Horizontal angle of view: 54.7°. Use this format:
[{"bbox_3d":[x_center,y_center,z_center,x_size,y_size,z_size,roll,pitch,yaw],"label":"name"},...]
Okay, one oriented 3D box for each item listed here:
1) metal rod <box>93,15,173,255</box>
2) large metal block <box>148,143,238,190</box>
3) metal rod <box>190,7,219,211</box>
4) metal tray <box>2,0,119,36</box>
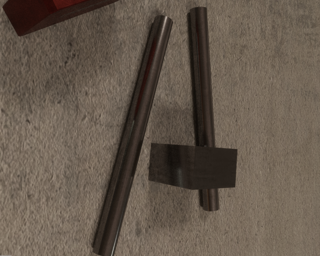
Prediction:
[{"bbox_3d":[-0.030,0.000,0.381,0.025,0.025,0.299,23,76,-38],"label":"metal rod"},{"bbox_3d":[0.043,0.048,0.407,0.081,0.080,0.050,7,86,-40],"label":"large metal block"},{"bbox_3d":[0.067,-0.025,0.463,0.025,0.025,0.298,-7,95,-40],"label":"metal rod"},{"bbox_3d":[-0.073,-0.133,0.301,0.131,0.090,0.030,-37,113,-34],"label":"metal tray"}]
